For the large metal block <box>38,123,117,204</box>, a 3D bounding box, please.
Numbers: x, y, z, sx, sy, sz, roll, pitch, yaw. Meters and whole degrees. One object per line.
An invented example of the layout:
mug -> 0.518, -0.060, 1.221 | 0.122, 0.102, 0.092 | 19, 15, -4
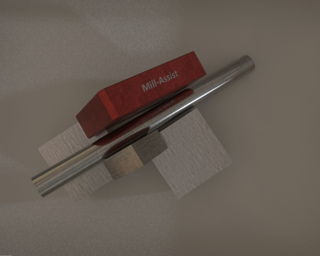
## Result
large metal block -> -0.090, 0.036, 0.394 | 0.080, 0.050, 0.080 | -34, 90, 0

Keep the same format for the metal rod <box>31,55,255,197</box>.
metal rod -> -0.007, -0.011, 0.373 | 0.302, 0.025, 0.025 | -31, 90, -16

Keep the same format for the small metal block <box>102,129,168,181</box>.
small metal block -> -0.027, 0.030, 0.349 | 0.050, 0.050, 0.025 | -30, 90, 36

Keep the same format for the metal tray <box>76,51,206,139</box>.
metal tray -> -0.021, -0.037, 0.350 | 0.131, 0.090, 0.030 | -30, 92, -32

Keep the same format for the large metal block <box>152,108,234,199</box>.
large metal block -> 0.033, 0.031, 0.398 | 0.080, 0.050, 0.080 | -34, 90, 0
